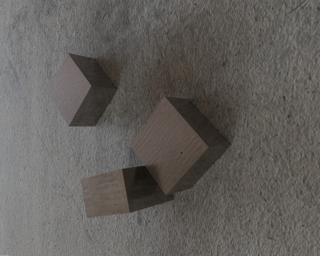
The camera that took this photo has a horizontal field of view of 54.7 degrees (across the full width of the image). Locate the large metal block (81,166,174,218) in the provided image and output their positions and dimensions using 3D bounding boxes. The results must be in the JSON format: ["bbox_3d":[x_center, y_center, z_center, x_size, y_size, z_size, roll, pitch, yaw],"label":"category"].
[{"bbox_3d":[-0.042,0.080,0.404,0.080,0.081,0.050,-19,78,38],"label":"large metal block"}]

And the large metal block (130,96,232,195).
[{"bbox_3d":[0.022,0.020,0.370,0.080,0.050,0.080,52,120,27],"label":"large metal block"}]

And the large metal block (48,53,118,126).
[{"bbox_3d":[-0.124,-0.059,0.491,0.080,0.050,0.080,52,120,27],"label":"large metal block"}]
